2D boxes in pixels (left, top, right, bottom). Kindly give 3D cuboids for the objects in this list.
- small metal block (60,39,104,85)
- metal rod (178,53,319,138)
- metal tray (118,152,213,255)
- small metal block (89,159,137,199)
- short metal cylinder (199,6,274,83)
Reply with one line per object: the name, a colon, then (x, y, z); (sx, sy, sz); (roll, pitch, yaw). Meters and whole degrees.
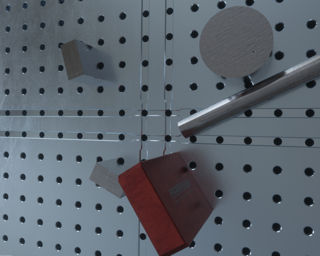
small metal block: (-0.109, -0.091, 0.436); (0.025, 0.050, 0.050); (-16, 85, 19)
metal rod: (0.158, -0.060, 0.356); (0.300, 0.025, 0.025); (-26, 82, 17)
metal tray: (0.013, 0.078, 0.352); (0.030, 0.130, 0.090); (-34, 79, 17)
small metal block: (-0.058, 0.067, 0.419); (0.050, 0.050, 0.025); (28, 99, 17)
short metal cylinder: (0.092, -0.095, 0.367); (0.080, 0.050, 0.079); (0, 90, 19)
